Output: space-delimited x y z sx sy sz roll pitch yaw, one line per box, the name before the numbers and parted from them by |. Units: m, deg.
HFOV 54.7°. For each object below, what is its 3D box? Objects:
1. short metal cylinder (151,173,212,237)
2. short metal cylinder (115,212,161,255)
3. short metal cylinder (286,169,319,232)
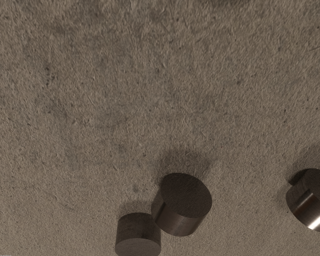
short metal cylinder | 0.032 0.115 0.470 0.081 0.080 0.050 13 129 -11
short metal cylinder | -0.038 0.197 0.558 0.081 0.050 0.079 0 130 0
short metal cylinder | 0.241 0.108 0.467 0.081 0.080 0.050 14 129 -12
